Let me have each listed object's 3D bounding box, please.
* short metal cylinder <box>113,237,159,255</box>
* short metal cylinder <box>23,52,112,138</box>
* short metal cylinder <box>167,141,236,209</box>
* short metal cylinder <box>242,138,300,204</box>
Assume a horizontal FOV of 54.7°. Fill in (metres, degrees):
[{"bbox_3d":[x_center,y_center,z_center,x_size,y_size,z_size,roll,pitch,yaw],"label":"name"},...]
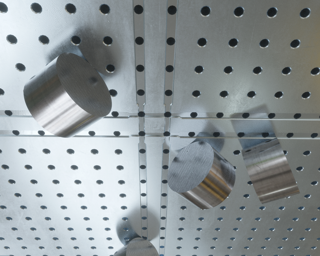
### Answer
[{"bbox_3d":[-0.046,0.261,0.597,0.080,0.080,0.050,31,123,-24],"label":"short metal cylinder"},{"bbox_3d":[-0.100,-0.036,0.344,0.050,0.080,0.080,-30,124,22],"label":"short metal cylinder"},{"bbox_3d":[0.057,0.065,0.432,0.080,0.080,0.050,-35,122,25],"label":"short metal cylinder"},{"bbox_3d":[0.152,0.059,0.428,0.050,0.080,0.080,-22,127,17],"label":"short metal cylinder"}]
